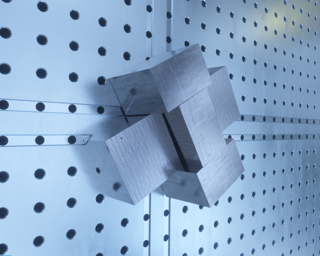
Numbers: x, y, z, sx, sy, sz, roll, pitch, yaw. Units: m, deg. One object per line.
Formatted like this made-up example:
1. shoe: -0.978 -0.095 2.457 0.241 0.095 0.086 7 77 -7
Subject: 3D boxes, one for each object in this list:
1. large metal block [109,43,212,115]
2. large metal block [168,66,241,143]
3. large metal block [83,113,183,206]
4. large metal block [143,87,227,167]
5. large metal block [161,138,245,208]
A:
1. large metal block: 0.001 -0.057 0.372 0.080 0.080 0.050 -35 111 -34
2. large metal block: 0.062 -0.034 0.443 0.080 0.050 0.080 -36 114 -34
3. large metal block: -0.030 0.031 0.368 0.080 0.050 0.080 -33 110 -35
4. large metal block: 0.027 -0.001 0.395 0.050 0.080 0.080 -36 112 -34
5. large metal block: 0.052 0.055 0.416 0.080 0.080 0.050 -36 112 -35
